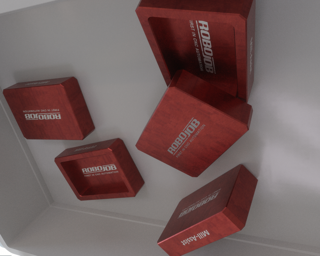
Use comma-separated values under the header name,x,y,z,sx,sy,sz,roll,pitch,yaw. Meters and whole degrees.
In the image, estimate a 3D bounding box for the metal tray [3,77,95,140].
name,x,y,z,sx,sy,sz,roll,pitch,yaw
metal tray,-0.173,-0.027,0.480,0.130,0.030,0.089,-1,118,28

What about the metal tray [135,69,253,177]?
name,x,y,z,sx,sy,sz,roll,pitch,yaw
metal tray,0.033,0.002,0.360,0.090,0.030,0.129,27,142,-4

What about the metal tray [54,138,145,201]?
name,x,y,z,sx,sy,sz,roll,pitch,yaw
metal tray,-0.100,0.071,0.501,0.130,0.030,0.090,-12,112,33

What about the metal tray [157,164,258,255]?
name,x,y,z,sx,sy,sz,roll,pitch,yaw
metal tray,0.060,0.109,0.402,0.030,0.090,0.129,45,129,-3

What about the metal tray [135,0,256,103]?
name,x,y,z,sx,sy,sz,roll,pitch,yaw
metal tray,0.041,-0.073,0.294,0.090,0.030,0.130,12,159,21
